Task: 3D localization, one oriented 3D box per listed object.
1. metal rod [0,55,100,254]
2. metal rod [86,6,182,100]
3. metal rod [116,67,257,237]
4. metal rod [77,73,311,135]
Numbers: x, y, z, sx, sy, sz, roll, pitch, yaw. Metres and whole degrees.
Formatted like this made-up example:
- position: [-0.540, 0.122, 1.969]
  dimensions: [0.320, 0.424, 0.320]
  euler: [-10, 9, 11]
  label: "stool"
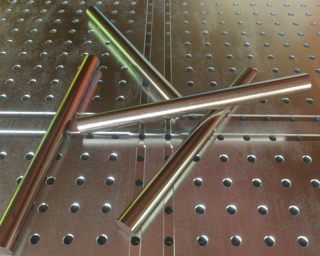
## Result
- position: [-0.133, 0.006, 0.400]
  dimensions: [0.025, 0.025, 0.300]
  euler: [8, 50, 6]
  label: "metal rod"
- position: [-0.049, -0.124, 0.510]
  dimensions: [0.025, 0.025, 0.300]
  euler: [-26, 55, -20]
  label: "metal rod"
- position: [0.051, 0.010, 0.399]
  dimensions: [0.025, 0.025, 0.301]
  euler: [29, 55, 21]
  label: "metal rod"
- position: [0.043, -0.031, 0.406]
  dimensions: [0.302, 0.025, 0.025]
  euler: [-11, 51, 1]
  label: "metal rod"
